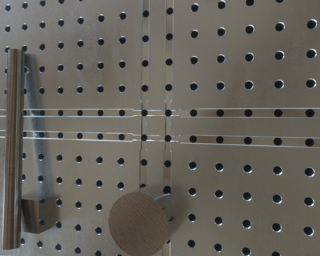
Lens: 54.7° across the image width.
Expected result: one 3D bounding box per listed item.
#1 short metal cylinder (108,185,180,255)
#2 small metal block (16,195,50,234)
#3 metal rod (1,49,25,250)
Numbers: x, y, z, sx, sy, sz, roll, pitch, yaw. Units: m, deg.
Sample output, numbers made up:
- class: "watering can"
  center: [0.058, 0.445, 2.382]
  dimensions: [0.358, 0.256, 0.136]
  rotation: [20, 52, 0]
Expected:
- class: "short metal cylinder"
  center: [-0.019, 0.119, 0.405]
  dimensions: [0.080, 0.050, 0.079]
  rotation: [0, 90, 19]
- class: "small metal block"
  center: [-0.200, 0.133, 0.481]
  dimensions: [0.050, 0.025, 0.050]
  rotation: [0, 90, 19]
- class: "metal rod"
  center: [-0.223, 0.027, 0.472]
  dimensions: [0.025, 0.025, 0.298]
  rotation: [-5, 82, 19]
